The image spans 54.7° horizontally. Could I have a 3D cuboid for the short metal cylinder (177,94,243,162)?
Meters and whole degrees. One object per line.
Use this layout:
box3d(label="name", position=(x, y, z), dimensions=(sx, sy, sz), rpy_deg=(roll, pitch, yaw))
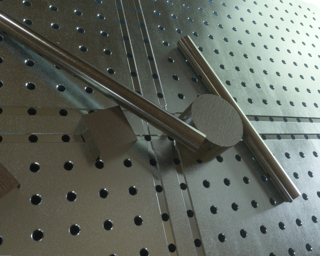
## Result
box3d(label="short metal cylinder", position=(0.066, 0.000, 0.428), dimensions=(0.081, 0.050, 0.080), rpy_deg=(14, 56, -21))

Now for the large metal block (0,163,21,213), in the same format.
box3d(label="large metal block", position=(-0.182, 0.052, 0.262), dimensions=(0.080, 0.050, 0.080), rpy_deg=(45, 51, 3))

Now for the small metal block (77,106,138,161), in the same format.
box3d(label="small metal block", position=(-0.063, 0.005, 0.371), dimensions=(0.050, 0.025, 0.050), rpy_deg=(-19, 72, -35))

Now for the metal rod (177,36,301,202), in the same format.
box3d(label="metal rod", position=(0.116, -0.022, 0.483), dimensions=(0.025, 0.025, 0.299), rpy_deg=(-22, 74, -36))

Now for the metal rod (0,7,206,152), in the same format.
box3d(label="metal rod", position=(-0.078, -0.060, 0.380), dimensions=(0.301, 0.025, 0.025), rpy_deg=(32, 51, 1))
